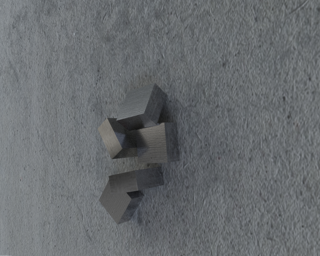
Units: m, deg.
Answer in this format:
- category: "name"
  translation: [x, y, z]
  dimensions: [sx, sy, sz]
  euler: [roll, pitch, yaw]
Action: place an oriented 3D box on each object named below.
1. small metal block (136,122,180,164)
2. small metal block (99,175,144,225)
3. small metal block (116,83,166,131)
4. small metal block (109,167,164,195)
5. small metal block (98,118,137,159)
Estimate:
- category: "small metal block"
  translation: [-0.004, 0.020, 0.408]
  dimensions: [0.050, 0.025, 0.050]
  euler: [-7, 85, 39]
- category: "small metal block"
  translation: [-0.057, 0.102, 0.452]
  dimensions: [0.050, 0.025, 0.050]
  euler: [42, 116, 32]
- category: "small metal block"
  translation: [-0.024, -0.027, 0.410]
  dimensions: [0.050, 0.025, 0.050]
  euler: [-12, 48, 39]
- category: "small metal block"
  translation: [-0.031, 0.070, 0.415]
  dimensions: [0.050, 0.050, 0.025]
  euler: [-17, 79, 38]
- category: "small metal block"
  translation: [-0.051, 0.014, 0.431]
  dimensions: [0.025, 0.050, 0.050]
  euler: [-44, 64, 31]
